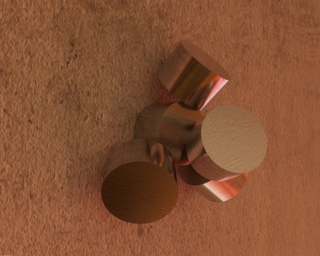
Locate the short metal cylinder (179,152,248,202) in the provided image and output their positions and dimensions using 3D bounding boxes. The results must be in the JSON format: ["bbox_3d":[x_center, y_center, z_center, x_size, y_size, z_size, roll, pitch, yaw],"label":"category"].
[{"bbox_3d":[0.074,0.056,0.432,0.050,0.080,0.080,42,64,-32],"label":"short metal cylinder"}]

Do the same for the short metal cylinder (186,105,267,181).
[{"bbox_3d":[0.077,0.019,0.368,0.081,0.050,0.080,5,69,-14],"label":"short metal cylinder"}]

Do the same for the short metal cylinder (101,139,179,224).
[{"bbox_3d":[-0.021,0.059,0.345,0.081,0.050,0.079,-1,115,-1],"label":"short metal cylinder"}]

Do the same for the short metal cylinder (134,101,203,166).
[{"bbox_3d":[0.013,0.006,0.401,0.081,0.050,0.080,0,89,-40],"label":"short metal cylinder"}]

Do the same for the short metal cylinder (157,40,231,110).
[{"bbox_3d":[0.044,-0.068,0.399,0.080,0.080,0.050,17,122,-39],"label":"short metal cylinder"}]
